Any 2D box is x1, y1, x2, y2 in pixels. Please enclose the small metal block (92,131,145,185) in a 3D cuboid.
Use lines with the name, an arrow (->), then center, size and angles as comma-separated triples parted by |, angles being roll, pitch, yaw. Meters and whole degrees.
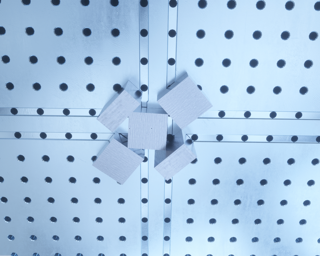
small metal block -> -0.056, 0.042, 0.428 | 0.050, 0.025, 0.050 | 36, 106, -13

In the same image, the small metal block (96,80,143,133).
small metal block -> -0.049, -0.028, 0.389 | 0.025, 0.050, 0.050 | 42, 105, -15

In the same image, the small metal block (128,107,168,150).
small metal block -> -0.016, 0.000, 0.413 | 0.050, 0.025, 0.050 | 4, 109, 0

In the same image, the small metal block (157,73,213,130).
small metal block -> 0.032, -0.035, 0.401 | 0.050, 0.025, 0.050 | -38, 106, 13

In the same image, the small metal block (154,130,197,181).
small metal block -> 0.020, 0.035, 0.413 | 0.050, 0.050, 0.025 | -40, 105, 13
